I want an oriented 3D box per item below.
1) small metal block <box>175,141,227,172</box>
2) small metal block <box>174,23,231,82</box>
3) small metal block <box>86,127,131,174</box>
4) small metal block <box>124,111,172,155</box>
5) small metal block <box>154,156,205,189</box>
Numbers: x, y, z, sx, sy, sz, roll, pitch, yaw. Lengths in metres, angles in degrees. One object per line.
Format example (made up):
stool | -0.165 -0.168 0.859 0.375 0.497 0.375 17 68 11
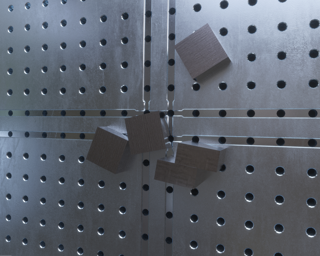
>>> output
small metal block | 0.051 0.034 0.381 0.050 0.050 0.025 10 94 20
small metal block | 0.054 -0.095 0.394 0.050 0.025 0.050 -31 80 17
small metal block | -0.069 0.030 0.438 0.050 0.025 0.050 23 98 18
small metal block | -0.016 0.007 0.419 0.050 0.025 0.050 -12 86 19
small metal block | 0.027 0.054 0.390 0.050 0.050 0.025 11 94 20
